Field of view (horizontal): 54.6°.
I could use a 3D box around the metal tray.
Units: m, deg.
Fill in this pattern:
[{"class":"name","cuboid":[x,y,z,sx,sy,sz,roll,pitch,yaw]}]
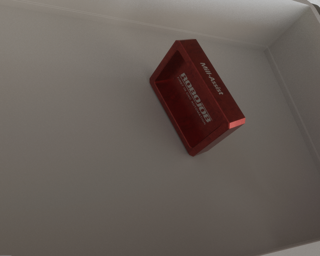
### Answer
[{"class":"metal tray","cuboid":[0.043,-0.039,0.406,0.030,0.090,0.130,-17,71,-36]}]
